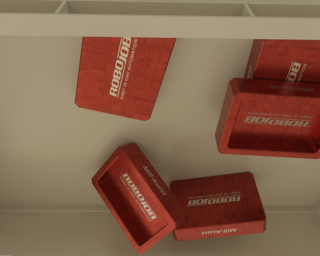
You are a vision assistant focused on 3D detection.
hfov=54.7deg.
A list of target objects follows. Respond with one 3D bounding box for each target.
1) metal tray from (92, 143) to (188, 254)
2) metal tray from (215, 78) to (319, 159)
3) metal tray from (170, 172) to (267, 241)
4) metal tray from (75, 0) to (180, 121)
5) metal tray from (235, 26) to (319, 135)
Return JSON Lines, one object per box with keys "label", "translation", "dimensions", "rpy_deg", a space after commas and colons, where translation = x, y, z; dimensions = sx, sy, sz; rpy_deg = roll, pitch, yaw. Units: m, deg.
{"label": "metal tray", "translation": [-0.033, 0.097, 0.433], "dimensions": [0.130, 0.030, 0.090], "rpy_deg": [52, 123, 16]}
{"label": "metal tray", "translation": [0.138, -0.008, 0.359], "dimensions": [0.131, 0.030, 0.089], "rpy_deg": [3, 130, -3]}
{"label": "metal tray", "translation": [0.082, 0.116, 0.464], "dimensions": [0.131, 0.090, 0.030], "rpy_deg": [-8, 128, 6]}
{"label": "metal tray", "translation": [-0.040, -0.073, 0.343], "dimensions": [0.091, 0.030, 0.129], "rpy_deg": [12, 129, -10]}
{"label": "metal tray", "translation": [0.146, -0.050, 0.364], "dimensions": [0.091, 0.030, 0.129], "rpy_deg": [2, 130, -2]}
